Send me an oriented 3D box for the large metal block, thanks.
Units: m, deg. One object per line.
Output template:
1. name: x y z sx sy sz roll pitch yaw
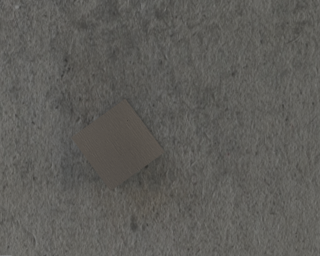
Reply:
1. large metal block: -0.050 0.020 0.397 0.080 0.050 0.080 -36 90 0
